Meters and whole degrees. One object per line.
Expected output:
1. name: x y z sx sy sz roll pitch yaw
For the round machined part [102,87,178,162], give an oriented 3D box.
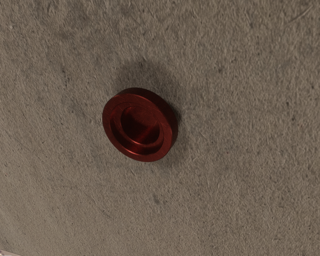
1. round machined part: -0.022 -0.008 0.401 0.098 0.042 0.097 13 124 20
